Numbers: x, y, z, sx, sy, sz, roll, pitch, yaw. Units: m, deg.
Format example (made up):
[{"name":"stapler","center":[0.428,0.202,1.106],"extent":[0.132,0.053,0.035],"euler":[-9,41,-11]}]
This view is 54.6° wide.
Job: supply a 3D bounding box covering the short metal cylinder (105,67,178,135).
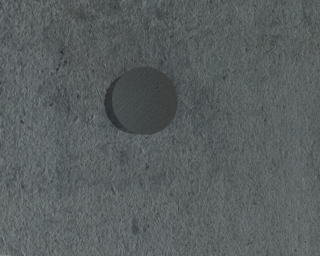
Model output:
[{"name":"short metal cylinder","center":[-0.025,-0.032,0.386],"extent":[0.081,0.050,0.080],"euler":[0,90,-20]}]
